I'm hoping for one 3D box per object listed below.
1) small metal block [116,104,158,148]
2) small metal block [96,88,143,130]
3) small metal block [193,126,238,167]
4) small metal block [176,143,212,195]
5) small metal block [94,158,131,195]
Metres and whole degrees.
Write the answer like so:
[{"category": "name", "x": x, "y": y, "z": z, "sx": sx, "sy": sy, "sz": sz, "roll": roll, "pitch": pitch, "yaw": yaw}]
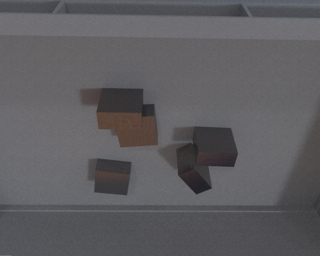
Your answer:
[{"category": "small metal block", "x": -0.030, "y": -0.002, "z": 0.407, "sx": 0.050, "sy": 0.025, "sz": 0.050, "roll": -4, "pitch": 131, "yaw": 3}, {"category": "small metal block", "x": -0.046, "y": -0.024, "z": 0.372, "sx": 0.050, "sy": 0.050, "sz": 0.025, "roll": 1, "pitch": 130, "yaw": -2}, {"category": "small metal block", "x": 0.072, "y": 0.024, "z": 0.415, "sx": 0.050, "sy": 0.050, "sz": 0.025, "roll": 3, "pitch": 130, "yaw": -3}, {"category": "small metal block", "x": 0.048, "y": 0.058, "z": 0.443, "sx": 0.025, "sy": 0.050, "sz": 0.050, "roll": -27, "pitch": 125, "yaw": 21}, {"category": "small metal block", "x": -0.072, "y": 0.075, "z": 0.472, "sx": 0.050, "sy": 0.025, "sz": 0.050, "roll": 7, "pitch": 130, "yaw": -7}]
